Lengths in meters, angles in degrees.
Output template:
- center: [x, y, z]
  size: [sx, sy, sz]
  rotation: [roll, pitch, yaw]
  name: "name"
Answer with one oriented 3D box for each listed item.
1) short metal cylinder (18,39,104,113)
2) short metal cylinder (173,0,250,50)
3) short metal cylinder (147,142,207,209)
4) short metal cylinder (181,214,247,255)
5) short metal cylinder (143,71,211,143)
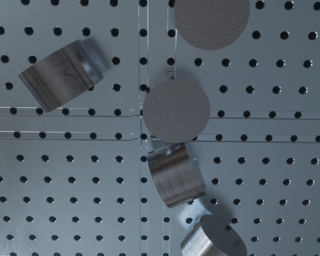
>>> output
- center: [-0.113, -0.060, 0.361]
  size: [0.080, 0.080, 0.050]
  rotation: [-28, 108, 10]
  name: "short metal cylinder"
- center: [0.055, -0.132, 0.352]
  size: [0.081, 0.050, 0.079]
  rotation: [0, 110, 0]
  name: "short metal cylinder"
- center: [0.023, 0.058, 0.406]
  size: [0.050, 0.080, 0.080]
  rotation: [-23, 109, 8]
  name: "short metal cylinder"
- center: [0.077, 0.173, 0.448]
  size: [0.080, 0.080, 0.050]
  rotation: [30, 107, -11]
  name: "short metal cylinder"
- center: [0.020, -0.027, 0.390]
  size: [0.081, 0.050, 0.079]
  rotation: [0, 110, 0]
  name: "short metal cylinder"
